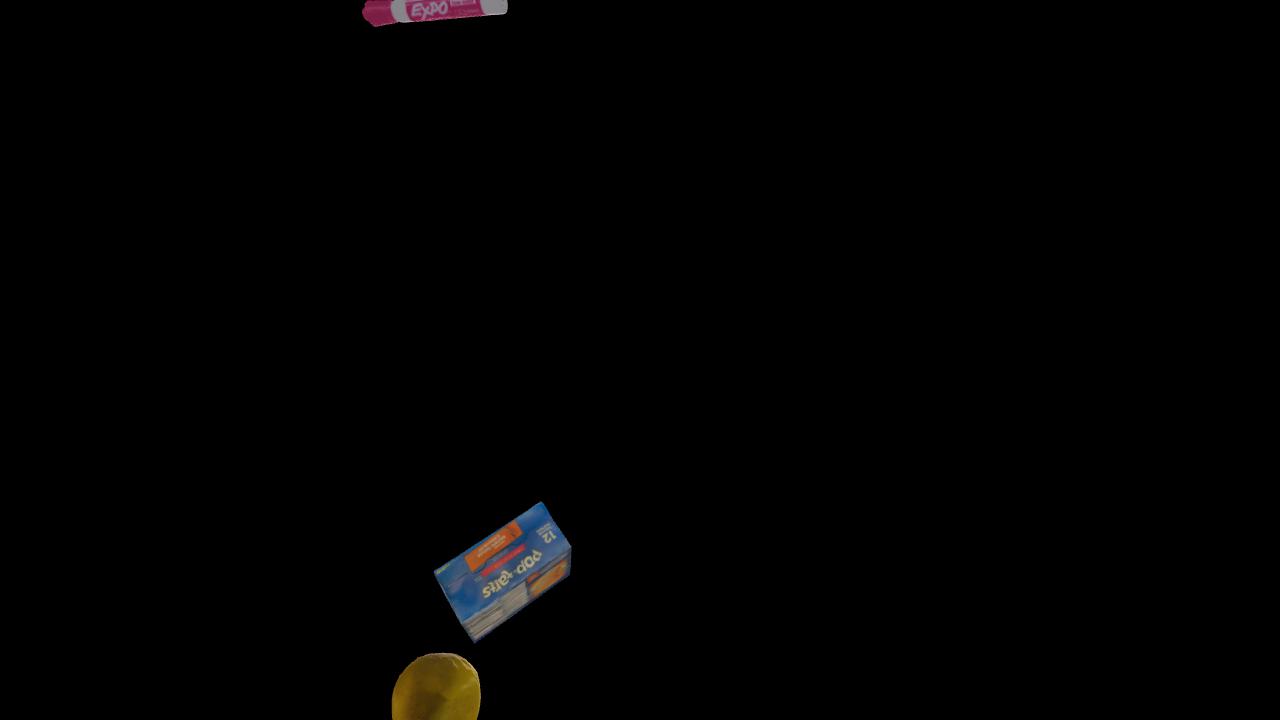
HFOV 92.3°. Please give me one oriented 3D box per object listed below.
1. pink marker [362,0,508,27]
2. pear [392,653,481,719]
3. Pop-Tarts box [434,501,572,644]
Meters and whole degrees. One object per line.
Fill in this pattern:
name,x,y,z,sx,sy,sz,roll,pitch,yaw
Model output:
pink marker,-0.164,-0.279,0.487,0.121,0.020,0.020,1,0,12
pear,-0.180,0.295,0.512,0.080,0.080,0.111,0,-7,7
Pop-Tarts box,-0.187,0.299,0.866,0.167,0.083,0.141,-31,-25,-24
